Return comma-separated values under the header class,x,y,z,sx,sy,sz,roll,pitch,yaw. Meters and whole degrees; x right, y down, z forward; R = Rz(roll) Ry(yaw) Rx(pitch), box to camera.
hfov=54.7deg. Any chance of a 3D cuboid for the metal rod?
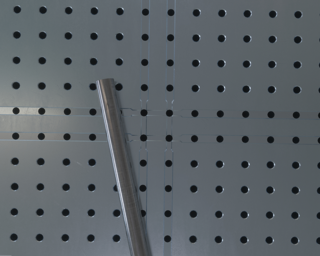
class,x,y,z,sx,sy,sz,roll,pitch,yaw
metal rod,-0.044,0.083,0.413,0.025,0.025,0.298,-12,90,0
